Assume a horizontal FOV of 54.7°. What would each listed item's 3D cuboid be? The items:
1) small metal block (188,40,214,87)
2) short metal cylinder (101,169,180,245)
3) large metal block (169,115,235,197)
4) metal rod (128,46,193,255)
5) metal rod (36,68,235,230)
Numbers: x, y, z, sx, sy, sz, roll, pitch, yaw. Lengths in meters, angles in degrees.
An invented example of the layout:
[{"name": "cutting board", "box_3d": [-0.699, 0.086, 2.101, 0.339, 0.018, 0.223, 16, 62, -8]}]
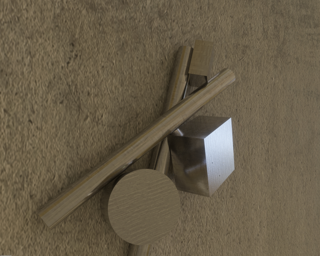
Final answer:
[{"name": "small metal block", "box_3d": [0.059, -0.089, 0.439, 0.050, 0.025, 0.050, 56, 46, -74]}, {"name": "short metal cylinder", "box_3d": [-0.024, 0.086, 0.354, 0.081, 0.050, 0.080, 2, 83, -19]}, {"name": "large metal block", "box_3d": [0.060, 0.034, 0.420, 0.081, 0.050, 0.079, -31, 119, -49]}, {"name": "metal rod", "box_3d": [0.003, 0.033, 0.408, 0.025, 0.025, 0.299, 22, 76, -38]}, {"name": "metal rod", "box_3d": [-0.010, 0.009, 0.375, 0.302, 0.025, 0.025, -38, 114, -26]}]
